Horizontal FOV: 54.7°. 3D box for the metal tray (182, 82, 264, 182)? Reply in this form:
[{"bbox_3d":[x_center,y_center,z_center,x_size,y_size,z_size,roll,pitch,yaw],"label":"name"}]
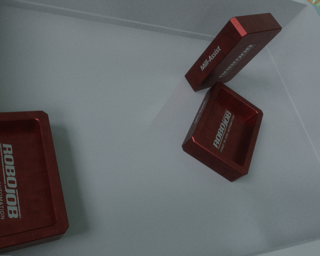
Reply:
[{"bbox_3d":[0.096,0.001,0.452,0.090,0.030,0.130,34,51,-6],"label":"metal tray"}]

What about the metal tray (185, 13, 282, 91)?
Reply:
[{"bbox_3d":[0.105,-0.110,0.462,0.091,0.129,0.030,-20,73,-36],"label":"metal tray"}]

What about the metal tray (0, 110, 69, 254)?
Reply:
[{"bbox_3d":[-0.146,0.048,0.294,0.091,0.030,0.130,-5,64,-30],"label":"metal tray"}]
